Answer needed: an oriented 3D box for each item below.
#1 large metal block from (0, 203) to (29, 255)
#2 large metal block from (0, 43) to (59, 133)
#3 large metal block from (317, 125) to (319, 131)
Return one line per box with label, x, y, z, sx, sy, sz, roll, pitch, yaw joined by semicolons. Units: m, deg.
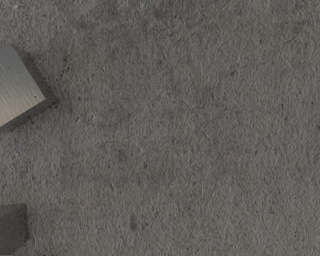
large metal block;-0.221;0.131;0.381;0.080;0.080;0.050;-5;90;0
large metal block;-0.192;-0.048;0.396;0.080;0.050;0.080;-32;90;0
large metal block;0.272;0.006;0.399;0.080;0.050;0.080;-38;90;0
